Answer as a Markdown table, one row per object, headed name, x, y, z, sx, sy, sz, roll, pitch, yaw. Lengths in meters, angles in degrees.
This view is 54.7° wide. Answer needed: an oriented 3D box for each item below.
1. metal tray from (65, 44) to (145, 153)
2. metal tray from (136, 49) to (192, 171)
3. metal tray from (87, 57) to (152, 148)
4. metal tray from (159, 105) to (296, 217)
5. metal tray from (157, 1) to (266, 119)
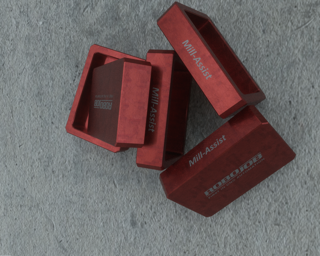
| name | x | y | z | sx | sy | sz | roll | pitch | yaw |
| --- | --- | --- | --- | --- | --- | --- | --- | --- | --- |
| metal tray | -0.070 | -0.041 | 0.431 | 0.090 | 0.030 | 0.129 | 21 | 97 | 18 |
| metal tray | 0.009 | -0.020 | 0.372 | 0.030 | 0.090 | 0.129 | 7 | 93 | 20 |
| metal tray | -0.053 | -0.030 | 0.368 | 0.130 | 0.030 | 0.089 | 11 | 95 | 64 |
| metal tray | 0.076 | 0.043 | 0.348 | 0.130 | 0.090 | 0.030 | -40 | 43 | 15 |
| metal tray | 0.061 | -0.076 | 0.351 | 0.030 | 0.091 | 0.130 | -38 | 78 | 30 |
